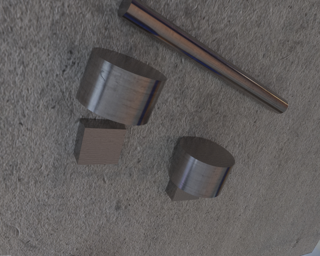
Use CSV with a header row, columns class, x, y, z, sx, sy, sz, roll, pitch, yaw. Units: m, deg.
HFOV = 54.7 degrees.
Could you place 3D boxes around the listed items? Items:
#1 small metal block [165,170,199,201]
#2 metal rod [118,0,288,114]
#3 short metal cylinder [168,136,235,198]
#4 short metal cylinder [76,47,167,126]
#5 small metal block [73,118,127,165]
class,x,y,z,sx,sy,sz,roll,pitch,yaw
small metal block,0.042,0.085,0.483,0.050,0.025,0.050,4,117,-30
metal rod,0.078,-0.079,0.400,0.302,0.025,0.025,21,107,-36
short metal cylinder,0.058,0.053,0.436,0.081,0.080,0.050,5,116,-31
short metal cylinder,-0.040,-0.044,0.322,0.081,0.080,0.050,11,113,-33
small metal block,-0.074,0.017,0.377,0.050,0.025,0.050,3,117,-30
